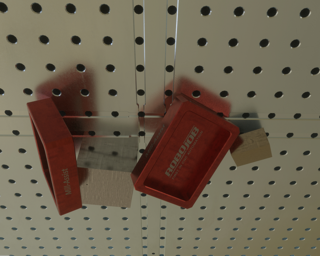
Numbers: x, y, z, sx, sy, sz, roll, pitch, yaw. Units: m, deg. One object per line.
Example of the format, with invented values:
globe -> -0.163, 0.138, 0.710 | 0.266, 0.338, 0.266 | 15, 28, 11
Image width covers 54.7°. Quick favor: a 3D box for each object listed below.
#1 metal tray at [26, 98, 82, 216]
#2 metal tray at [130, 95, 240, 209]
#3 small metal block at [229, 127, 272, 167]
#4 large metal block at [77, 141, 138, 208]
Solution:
metal tray -> -0.134, 0.038, 0.397 | 0.030, 0.090, 0.129 | -18, 136, -26
metal tray -> 0.032, 0.034, 0.403 | 0.090, 0.030, 0.129 | 26, 102, -22
small metal block -> 0.124, 0.028, 0.426 | 0.050, 0.025, 0.050 | -19, 150, 14
large metal block -> -0.078, 0.069, 0.453 | 0.081, 0.050, 0.079 | 7, 130, -7
